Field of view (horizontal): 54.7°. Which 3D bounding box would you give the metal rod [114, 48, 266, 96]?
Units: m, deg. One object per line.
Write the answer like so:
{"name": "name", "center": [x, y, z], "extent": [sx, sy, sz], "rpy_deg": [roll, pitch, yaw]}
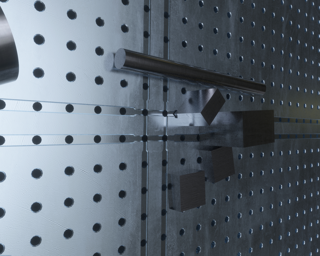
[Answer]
{"name": "metal rod", "center": [0.067, -0.077, 0.467], "extent": [0.302, 0.025, 0.025], "rpy_deg": [3, 88, -40]}

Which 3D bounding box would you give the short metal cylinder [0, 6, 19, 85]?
{"name": "short metal cylinder", "center": [-0.156, -0.068, 0.243], "extent": [0.050, 0.080, 0.080], "rpy_deg": [-28, 108, -37]}

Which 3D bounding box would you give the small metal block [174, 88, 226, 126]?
{"name": "small metal block", "center": [0.057, -0.029, 0.443], "extent": [0.025, 0.050, 0.050], "rpy_deg": [52, 59, -28]}

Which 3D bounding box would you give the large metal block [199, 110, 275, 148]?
{"name": "large metal block", "center": [0.117, -0.001, 0.474], "extent": [0.081, 0.080, 0.050], "rpy_deg": [-5, 93, -40]}

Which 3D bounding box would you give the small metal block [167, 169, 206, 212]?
{"name": "small metal block", "center": [0.039, 0.088, 0.444], "extent": [0.050, 0.025, 0.050], "rpy_deg": [-4, 92, -40]}

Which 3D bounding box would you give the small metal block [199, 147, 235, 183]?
{"name": "small metal block", "center": [0.090, 0.054, 0.488], "extent": [0.050, 0.025, 0.050], "rpy_deg": [-14, 99, -39]}
